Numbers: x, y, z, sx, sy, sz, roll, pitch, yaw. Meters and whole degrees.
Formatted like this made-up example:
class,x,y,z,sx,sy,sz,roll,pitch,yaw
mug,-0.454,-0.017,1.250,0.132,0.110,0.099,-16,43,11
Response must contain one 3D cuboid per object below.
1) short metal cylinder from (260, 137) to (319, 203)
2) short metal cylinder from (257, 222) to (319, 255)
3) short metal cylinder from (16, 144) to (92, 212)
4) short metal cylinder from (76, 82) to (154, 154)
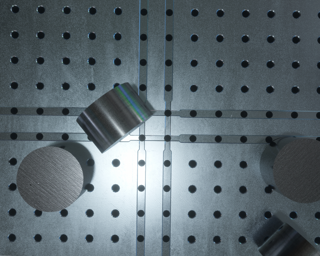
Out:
class,x,y,z,sx,sy,sz,roll,pitch,yaw
short metal cylinder,0.178,0.052,0.403,0.081,0.050,0.079,0,90,-1
short metal cylinder,0.171,0.166,0.388,0.080,0.080,0.050,45,90,-1
short metal cylinder,-0.133,0.062,0.399,0.081,0.050,0.079,0,90,-1
short metal cylinder,-0.055,-0.012,0.385,0.080,0.080,0.050,-38,91,0
